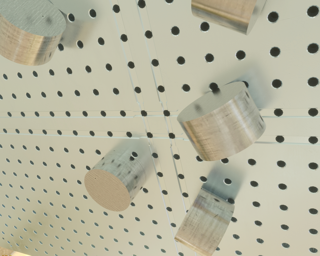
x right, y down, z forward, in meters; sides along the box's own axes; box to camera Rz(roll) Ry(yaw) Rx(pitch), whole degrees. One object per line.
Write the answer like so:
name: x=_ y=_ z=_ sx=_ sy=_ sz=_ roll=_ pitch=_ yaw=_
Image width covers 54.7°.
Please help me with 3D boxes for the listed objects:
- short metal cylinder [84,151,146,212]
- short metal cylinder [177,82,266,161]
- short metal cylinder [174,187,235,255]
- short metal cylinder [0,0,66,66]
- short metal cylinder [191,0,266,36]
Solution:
short metal cylinder: x=-0.069 y=0.082 z=0.483 sx=0.080 sy=0.050 sz=0.079 roll=13 pitch=124 yaw=21
short metal cylinder: x=0.066 y=-0.008 z=0.336 sx=0.080 sy=0.080 sz=0.050 roll=-21 pitch=107 yaw=36
short metal cylinder: x=0.060 y=0.128 z=0.423 sx=0.050 sy=0.080 sz=0.079 roll=28 pitch=128 yaw=10
short metal cylinder: x=-0.165 y=-0.124 z=0.386 sx=0.080 sy=0.080 sz=0.050 roll=43 pitch=129 yaw=-1
short metal cylinder: x=0.067 y=-0.126 z=0.262 sx=0.050 sy=0.080 sz=0.079 roll=25 pitch=127 yaw=13
